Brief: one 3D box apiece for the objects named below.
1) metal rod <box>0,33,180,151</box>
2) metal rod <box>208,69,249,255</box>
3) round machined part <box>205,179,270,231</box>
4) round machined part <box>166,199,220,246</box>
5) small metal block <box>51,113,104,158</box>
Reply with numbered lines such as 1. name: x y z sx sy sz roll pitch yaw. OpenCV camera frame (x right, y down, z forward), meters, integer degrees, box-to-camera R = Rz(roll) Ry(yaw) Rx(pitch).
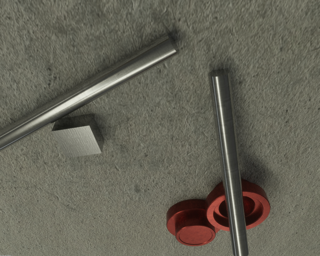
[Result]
1. metal rod: -0.114 -0.030 0.380 0.300 0.025 0.025 -25 126 19
2. metal rod: 0.098 0.066 0.422 0.025 0.025 0.298 -9 117 7
3. round machined part: 0.121 0.118 0.495 0.099 0.042 0.097 0 126 0
4. round machined part: 0.061 0.171 0.542 0.099 0.042 0.097 0 130 0
5. small metal block: -0.108 0.011 0.416 0.050 0.025 0.050 -9 130 7
